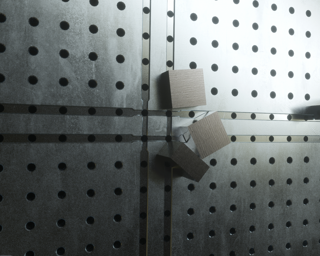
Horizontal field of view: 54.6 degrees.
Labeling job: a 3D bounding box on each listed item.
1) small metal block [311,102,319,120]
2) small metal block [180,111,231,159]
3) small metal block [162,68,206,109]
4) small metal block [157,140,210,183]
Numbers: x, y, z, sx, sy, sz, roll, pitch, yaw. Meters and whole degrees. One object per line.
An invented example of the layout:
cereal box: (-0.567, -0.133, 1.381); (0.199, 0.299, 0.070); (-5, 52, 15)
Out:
small metal block: (0.288, -0.033, 0.505); (0.050, 0.050, 0.025); (-19, 97, -19)
small metal block: (0.064, 0.009, 0.436); (0.050, 0.025, 0.050); (-27, 99, -18)
small metal block: (0.033, -0.053, 0.424); (0.050, 0.025, 0.050); (-7, 93, -20)
small metal block: (0.030, 0.043, 0.410); (0.050, 0.050, 0.025); (42, 77, -15)
